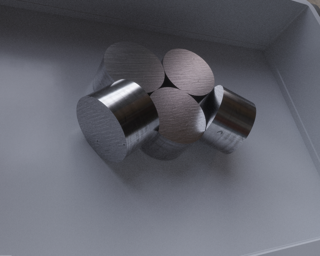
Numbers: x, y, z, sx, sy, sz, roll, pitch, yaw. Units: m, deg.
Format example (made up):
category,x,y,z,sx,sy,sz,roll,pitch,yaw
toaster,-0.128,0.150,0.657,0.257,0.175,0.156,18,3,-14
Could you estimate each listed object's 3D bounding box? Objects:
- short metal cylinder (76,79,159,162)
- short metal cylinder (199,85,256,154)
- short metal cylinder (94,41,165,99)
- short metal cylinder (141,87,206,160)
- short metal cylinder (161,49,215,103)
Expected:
category,x,y,z,sx,sy,sz,roll,pitch,yaw
short metal cylinder,-0.048,-0.008,0.348,0.050,0.080,0.080,-35,81,-38
short metal cylinder,0.084,-0.011,0.420,0.050,0.080,0.080,26,53,-12
short metal cylinder,-0.041,-0.065,0.405,0.081,0.050,0.080,14,56,-21
short metal cylinder,0.011,-0.005,0.396,0.081,0.050,0.080,14,56,-21
short metal cylinder,0.030,-0.066,0.444,0.081,0.050,0.080,14,56,-21
